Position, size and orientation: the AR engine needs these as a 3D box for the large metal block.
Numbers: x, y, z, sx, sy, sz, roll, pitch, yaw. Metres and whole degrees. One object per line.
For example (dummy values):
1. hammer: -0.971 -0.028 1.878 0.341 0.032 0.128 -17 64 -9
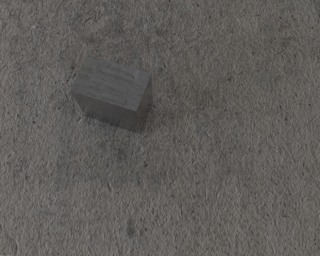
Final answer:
1. large metal block: -0.056 -0.039 0.393 0.080 0.080 0.050 18 71 6
